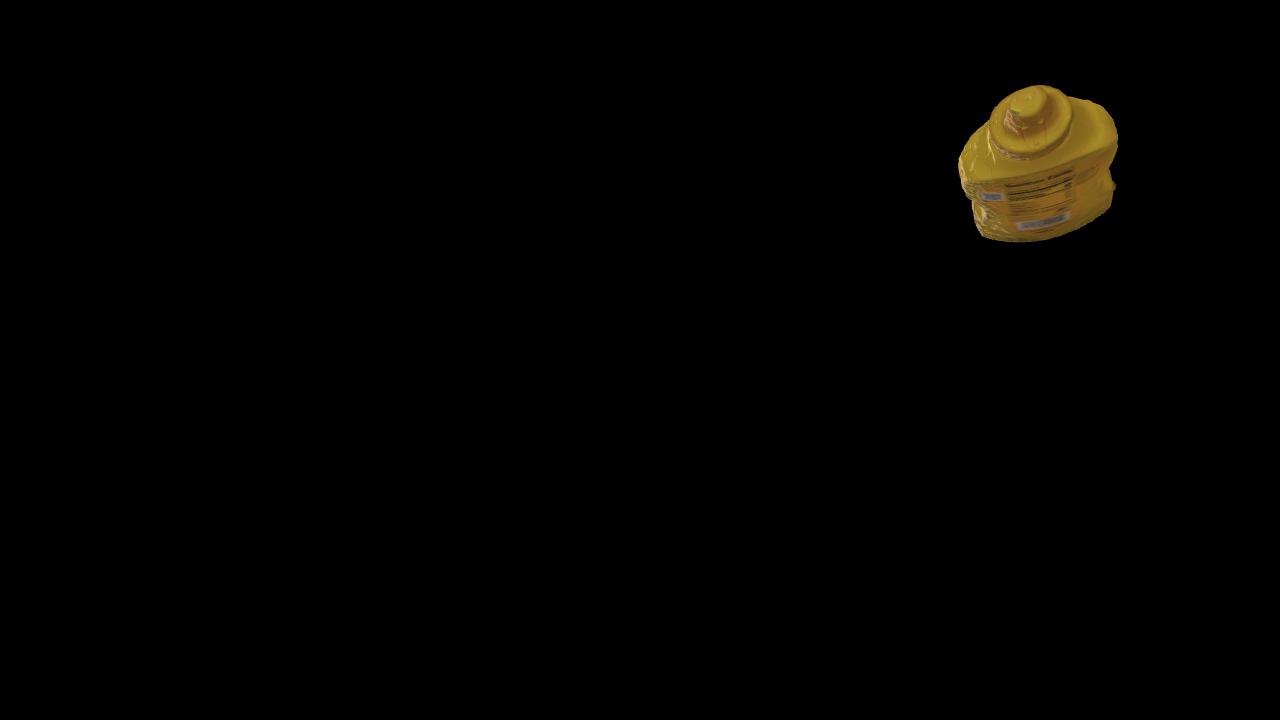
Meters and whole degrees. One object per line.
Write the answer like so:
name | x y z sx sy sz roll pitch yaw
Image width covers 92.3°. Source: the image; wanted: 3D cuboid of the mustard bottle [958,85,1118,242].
mustard bottle | 0.269 -0.133 0.418 0.092 0.054 0.184 -3 -9 35
